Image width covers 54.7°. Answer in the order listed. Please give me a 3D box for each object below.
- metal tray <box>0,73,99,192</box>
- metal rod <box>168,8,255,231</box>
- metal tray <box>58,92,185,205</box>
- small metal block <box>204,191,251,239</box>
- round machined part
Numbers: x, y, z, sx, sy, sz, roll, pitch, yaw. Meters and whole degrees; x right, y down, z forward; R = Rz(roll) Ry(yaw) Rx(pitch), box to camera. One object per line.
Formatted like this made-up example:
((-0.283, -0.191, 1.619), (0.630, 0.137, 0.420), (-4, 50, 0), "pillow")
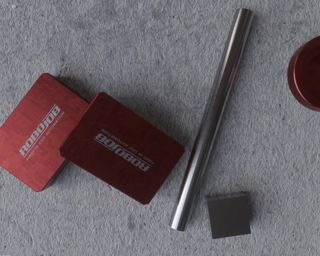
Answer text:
((-0.149, 0.005, 0.406), (0.090, 0.030, 0.130), (37, 90, -1), "metal tray")
((0.068, -0.011, 0.410), (0.025, 0.025, 0.298), (18, 90, -1), "metal rod")
((-0.046, 0.026, 0.390), (0.130, 0.030, 0.090), (35, 88, -15), "metal tray")
((0.089, 0.115, 0.411), (0.050, 0.025, 0.050), (-8, 90, -1), "small metal block")
((0.215, -0.069, 0.404), (0.099, 0.042, 0.097), (0, 90, -1), "round machined part")
